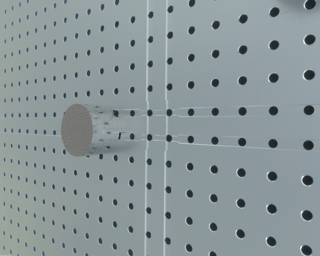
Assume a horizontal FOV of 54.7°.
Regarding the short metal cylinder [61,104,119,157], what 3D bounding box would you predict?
[{"bbox_3d":[-0.110,0.003,0.484,0.080,0.050,0.080,0,90,40],"label":"short metal cylinder"}]
